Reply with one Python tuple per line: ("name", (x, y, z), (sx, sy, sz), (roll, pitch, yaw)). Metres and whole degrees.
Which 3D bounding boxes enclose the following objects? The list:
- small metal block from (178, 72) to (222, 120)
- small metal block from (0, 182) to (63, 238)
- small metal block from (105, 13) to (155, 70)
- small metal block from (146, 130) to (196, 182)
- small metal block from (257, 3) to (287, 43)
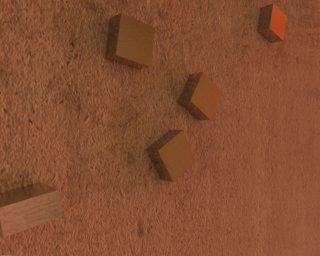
("small metal block", (0.060, -0.046, 0.454), (0.050, 0.025, 0.050), (38, 67, -34))
("small metal block", (-0.125, 0.072, 0.284), (0.050, 0.050, 0.025), (-12, 98, -39))
("small metal block", (-0.036, -0.103, 0.374), (0.050, 0.025, 0.050), (10, 83, -40))
("small metal block", (0.016, 0.037, 0.418), (0.050, 0.025, 0.050), (-39, 114, -33))
("small metal block", (0.211, -0.195, 0.580), (0.050, 0.025, 0.050), (19, 78, -38))
